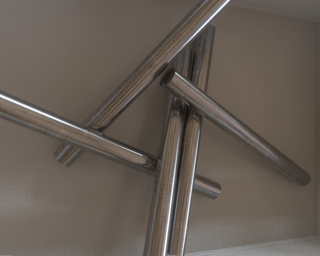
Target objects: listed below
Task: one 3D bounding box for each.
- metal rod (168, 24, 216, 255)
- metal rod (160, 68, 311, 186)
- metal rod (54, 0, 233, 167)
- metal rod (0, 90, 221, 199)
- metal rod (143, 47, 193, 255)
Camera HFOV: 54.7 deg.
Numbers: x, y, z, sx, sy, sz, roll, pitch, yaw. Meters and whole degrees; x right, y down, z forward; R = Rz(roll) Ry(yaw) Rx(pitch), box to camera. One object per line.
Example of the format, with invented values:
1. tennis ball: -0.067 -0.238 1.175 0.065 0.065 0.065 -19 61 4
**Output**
1. metal rod: 0.041 0.002 0.395 0.025 0.025 0.299 16 73 -19
2. metal rod: 0.119 0.012 0.420 0.301 0.025 0.025 32 80 -30
3. metal rod: -0.011 -0.067 0.351 0.300 0.025 0.025 -45 105 7
4. metal rod: -0.040 0.032 0.364 0.301 0.025 0.025 26 81 -30
5. metal rod: 0.011 0.033 0.369 0.025 0.025 0.299 17 68 -19
